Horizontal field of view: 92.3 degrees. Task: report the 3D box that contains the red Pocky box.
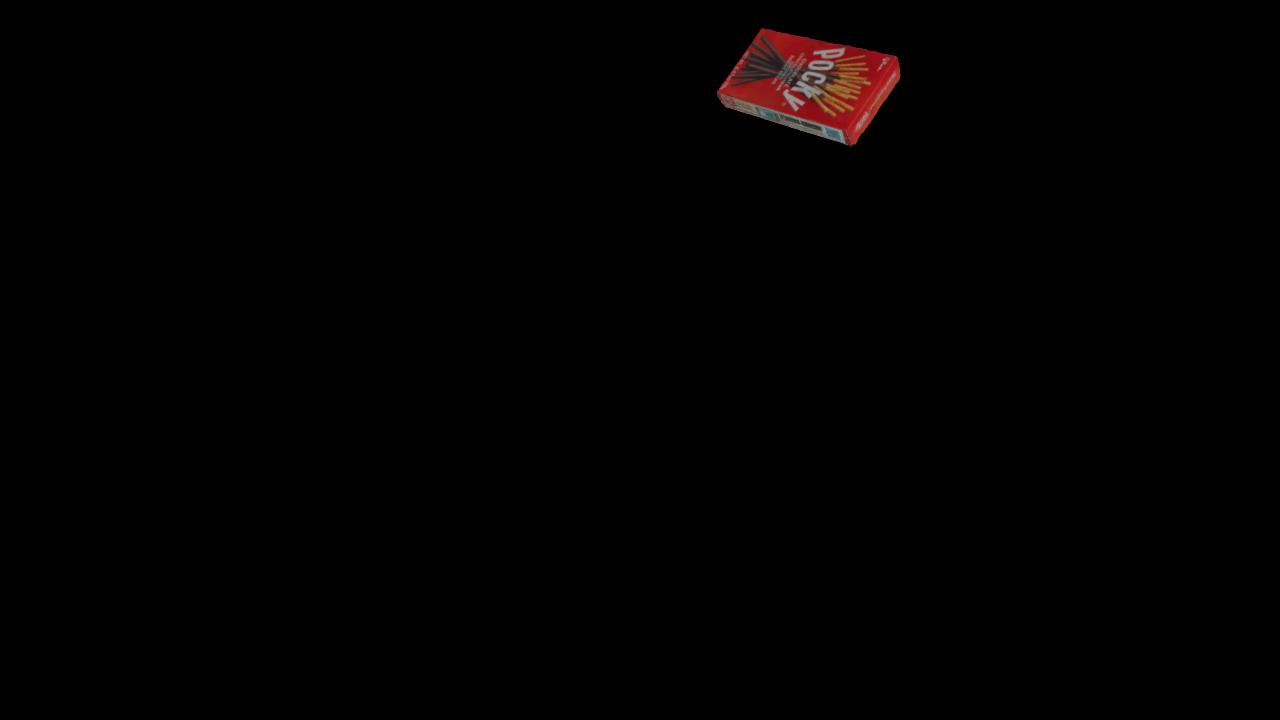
[{"bbox_3d":[0.158,-0.265,0.590,0.155,0.083,0.028,34,-2,34],"label":"red Pocky box"}]
